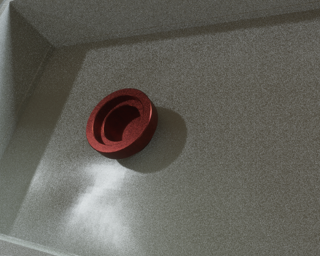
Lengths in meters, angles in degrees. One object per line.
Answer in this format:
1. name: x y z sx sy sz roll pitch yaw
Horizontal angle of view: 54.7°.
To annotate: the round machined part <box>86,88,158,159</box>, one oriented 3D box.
1. round machined part: -0.047 -0.002 0.419 0.098 0.042 0.098 -13 56 20
